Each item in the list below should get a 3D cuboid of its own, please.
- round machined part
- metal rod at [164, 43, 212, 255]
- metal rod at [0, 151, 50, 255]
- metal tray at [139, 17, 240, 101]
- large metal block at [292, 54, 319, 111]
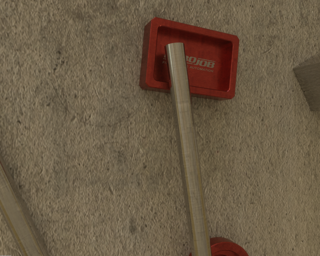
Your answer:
[{"bbox_3d":[0.075,0.200,0.430,0.099,0.042,0.097,0,90,-20],"label":"round machined part"},{"bbox_3d":[0.037,0.045,0.385,0.025,0.025,0.298,-7,90,-20],"label":"metal rod"},{"bbox_3d":[-0.169,0.080,0.346,0.025,0.025,0.298,-24,98,-19],"label":"metal rod"},{"bbox_3d":[0.042,-0.090,0.422,0.131,0.030,0.089,6,88,-20],"label":"metal tray"},{"bbox_3d":[0.269,-0.074,0.481,0.050,0.080,0.080,-31,101,-17],"label":"large metal block"}]
